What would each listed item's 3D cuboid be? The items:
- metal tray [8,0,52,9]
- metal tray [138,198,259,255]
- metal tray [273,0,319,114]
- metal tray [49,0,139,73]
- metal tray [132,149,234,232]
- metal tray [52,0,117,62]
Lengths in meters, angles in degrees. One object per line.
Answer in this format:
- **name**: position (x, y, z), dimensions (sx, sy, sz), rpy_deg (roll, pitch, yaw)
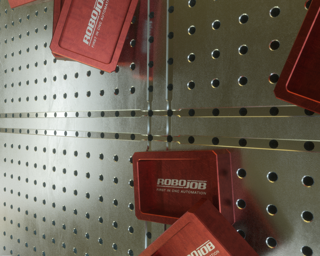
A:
- **metal tray**: position (-0.185, -0.232, 0.519), dimensions (0.130, 0.091, 0.030), rpy_deg (7, 120, 40)
- **metal tray**: position (0.038, 0.148, 0.347), dimensions (0.090, 0.030, 0.129), rpy_deg (47, 130, 14)
- **metal tray**: position (0.168, -0.072, 0.267), dimensions (0.090, 0.030, 0.129), rpy_deg (30, 108, 36)
- **metal tray**: position (-0.087, -0.151, 0.427), dimensions (0.030, 0.091, 0.129), rpy_deg (-147, 76, -74)
- **metal tray**: position (0.024, 0.073, 0.387), dimensions (0.130, 0.030, 0.090), rpy_deg (-5, 87, 40)
- **metal tray**: position (-0.108, -0.164, 0.457), dimensions (0.030, 0.091, 0.129), rpy_deg (-165, 78, -76)
